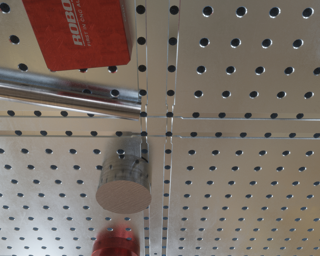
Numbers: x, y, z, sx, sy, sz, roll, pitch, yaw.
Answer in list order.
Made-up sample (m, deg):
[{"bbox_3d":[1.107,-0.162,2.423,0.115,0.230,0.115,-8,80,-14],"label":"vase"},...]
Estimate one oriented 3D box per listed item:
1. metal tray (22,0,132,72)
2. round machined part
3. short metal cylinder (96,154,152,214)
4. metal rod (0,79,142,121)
[{"bbox_3d":[-0.082,-0.122,0.303,0.091,0.030,0.129,-5,130,4],"label":"metal tray"},{"bbox_3d":[-0.090,0.266,0.626,0.099,0.042,0.097,0,130,0],"label":"round machined part"},{"bbox_3d":[-0.052,0.086,0.467,0.081,0.050,0.079,0,130,0],"label":"short metal cylinder"},{"bbox_3d":[-0.173,-0.044,0.372,0.302,0.025,0.025,9,130,-8],"label":"metal rod"}]
